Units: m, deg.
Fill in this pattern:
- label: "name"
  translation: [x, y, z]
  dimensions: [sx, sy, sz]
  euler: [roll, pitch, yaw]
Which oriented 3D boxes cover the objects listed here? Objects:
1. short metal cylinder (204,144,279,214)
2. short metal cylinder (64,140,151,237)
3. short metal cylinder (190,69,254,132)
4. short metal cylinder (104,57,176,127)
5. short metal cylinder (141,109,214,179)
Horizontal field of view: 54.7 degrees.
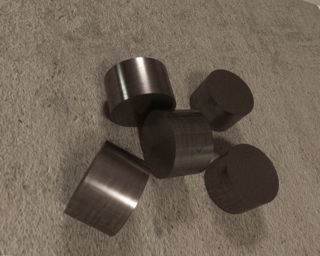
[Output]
- label: "short metal cylinder"
  translation: [0.106, 0.067, 0.406]
  dimensions: [0.081, 0.050, 0.080]
  euler: [14, 56, -21]
- label: "short metal cylinder"
  translation: [-0.051, 0.058, 0.306]
  dimensions: [0.050, 0.080, 0.080]
  euler: [31, 52, -9]
- label: "short metal cylinder"
  translation: [0.092, -0.041, 0.464]
  dimensions: [0.081, 0.050, 0.080]
  euler: [14, 56, -21]
- label: "short metal cylinder"
  translation: [-0.025, -0.042, 0.382]
  dimensions: [0.081, 0.080, 0.050]
  euler: [0, 62, -29]
- label: "short metal cylinder"
  translation: [0.018, 0.018, 0.369]
  dimensions: [0.050, 0.080, 0.080]
  euler: [-3, 63, -30]
